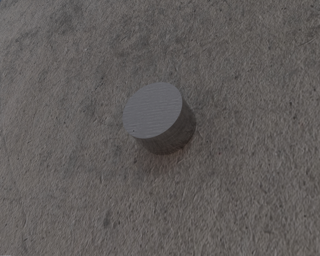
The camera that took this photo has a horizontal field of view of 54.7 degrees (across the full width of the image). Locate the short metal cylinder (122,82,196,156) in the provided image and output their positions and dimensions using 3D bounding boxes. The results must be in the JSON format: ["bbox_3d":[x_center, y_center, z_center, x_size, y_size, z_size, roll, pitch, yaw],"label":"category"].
[{"bbox_3d":[0.000,-0.011,0.395,0.080,0.050,0.080,-13,56,20],"label":"short metal cylinder"}]
